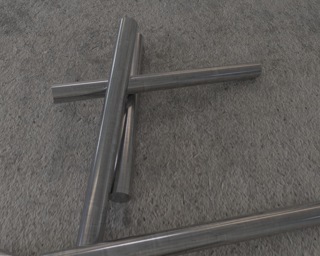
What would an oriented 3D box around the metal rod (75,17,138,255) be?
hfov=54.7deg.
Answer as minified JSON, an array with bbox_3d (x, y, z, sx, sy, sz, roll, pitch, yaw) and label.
[{"bbox_3d":[-0.057,-0.008,0.361,0.025,0.025,0.299,4,65,3],"label":"metal rod"}]

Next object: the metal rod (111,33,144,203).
[{"bbox_3d":[-0.042,-0.039,0.434,0.025,0.025,0.300,1,50,0],"label":"metal rod"}]

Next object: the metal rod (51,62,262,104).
[{"bbox_3d":[0.008,-0.066,0.433,0.302,0.025,0.025,-10,50,-18],"label":"metal rod"}]

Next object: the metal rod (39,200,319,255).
[{"bbox_3d":[0.044,0.104,0.299,0.302,0.025,0.025,-7,50,-12],"label":"metal rod"}]

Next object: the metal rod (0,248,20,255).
[{"bbox_3d":[-0.027,0.160,0.268,0.301,0.025,0.025,14,52,11],"label":"metal rod"}]
